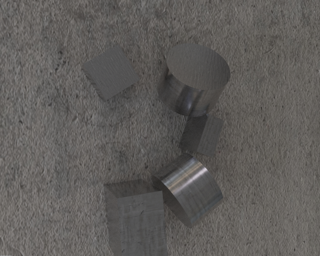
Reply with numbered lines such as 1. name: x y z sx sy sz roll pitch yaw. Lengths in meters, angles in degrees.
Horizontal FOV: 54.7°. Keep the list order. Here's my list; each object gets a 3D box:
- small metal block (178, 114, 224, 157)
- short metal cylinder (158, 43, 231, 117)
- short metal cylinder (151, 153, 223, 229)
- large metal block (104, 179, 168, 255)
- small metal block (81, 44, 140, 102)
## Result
1. small metal block: 0.054 0.009 0.415 0.025 0.050 0.050 22 83 -23
2. short metal cylinder: 0.041 -0.061 0.391 0.081 0.050 0.080 8 53 -10
3. short metal cylinder: 0.033 0.078 0.393 0.050 0.080 0.080 -35 102 -17
4. large metal block: -0.031 0.110 0.369 0.050 0.080 0.079 -6 92 -20
5. small metal block: -0.062 -0.068 0.386 0.050 0.025 0.050 -35 102 -17
